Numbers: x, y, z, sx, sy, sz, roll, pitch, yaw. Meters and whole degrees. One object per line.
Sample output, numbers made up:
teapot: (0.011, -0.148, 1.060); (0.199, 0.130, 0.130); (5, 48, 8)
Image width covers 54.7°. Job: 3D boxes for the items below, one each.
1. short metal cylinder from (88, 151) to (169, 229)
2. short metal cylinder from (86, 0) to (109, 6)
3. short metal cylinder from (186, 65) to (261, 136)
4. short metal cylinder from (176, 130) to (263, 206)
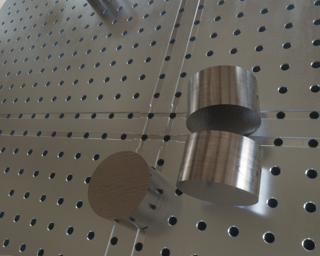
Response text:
short metal cylinder: (-0.037, 0.074, 0.366); (0.080, 0.050, 0.080); (-13, 56, 21)
short metal cylinder: (-0.132, -0.305, 0.649); (0.080, 0.050, 0.080); (-13, 56, 21)
short metal cylinder: (0.071, -0.026, 0.351); (0.080, 0.080, 0.050); (-9, 58, 23)
short metal cylinder: (0.061, 0.043, 0.315); (0.080, 0.080, 0.050); (0, 62, 28)
